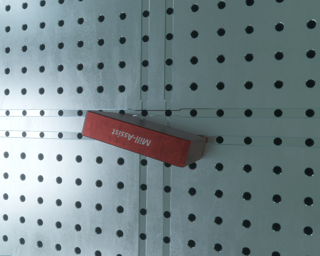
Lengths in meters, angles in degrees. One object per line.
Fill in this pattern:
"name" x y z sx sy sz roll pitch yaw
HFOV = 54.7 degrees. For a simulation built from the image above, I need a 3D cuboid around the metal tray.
"metal tray" -0.017 0.010 0.383 0.130 0.090 0.030 16 96 19
